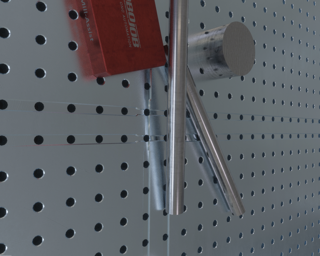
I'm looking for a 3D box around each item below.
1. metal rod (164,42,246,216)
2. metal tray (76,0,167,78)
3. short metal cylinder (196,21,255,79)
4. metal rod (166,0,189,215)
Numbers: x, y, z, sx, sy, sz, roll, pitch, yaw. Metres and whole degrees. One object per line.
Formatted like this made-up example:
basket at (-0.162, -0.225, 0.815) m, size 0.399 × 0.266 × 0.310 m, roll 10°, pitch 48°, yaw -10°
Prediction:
metal rod at (0.072, 0.012, 0.468) m, size 0.025 × 0.025 × 0.299 m, roll -39°, pitch 114°, yaw -33°
metal tray at (-0.046, -0.131, 0.367) m, size 0.091 × 0.030 × 0.129 m, roll -19°, pitch 102°, yaw -38°
short metal cylinder at (0.102, -0.118, 0.478) m, size 0.081 × 0.050 × 0.079 m, roll 0°, pitch 90°, yaw -40°
metal rod at (0.022, -0.033, 0.406) m, size 0.025 × 0.025 × 0.298 m, roll -6°, pitch 100°, yaw -40°
